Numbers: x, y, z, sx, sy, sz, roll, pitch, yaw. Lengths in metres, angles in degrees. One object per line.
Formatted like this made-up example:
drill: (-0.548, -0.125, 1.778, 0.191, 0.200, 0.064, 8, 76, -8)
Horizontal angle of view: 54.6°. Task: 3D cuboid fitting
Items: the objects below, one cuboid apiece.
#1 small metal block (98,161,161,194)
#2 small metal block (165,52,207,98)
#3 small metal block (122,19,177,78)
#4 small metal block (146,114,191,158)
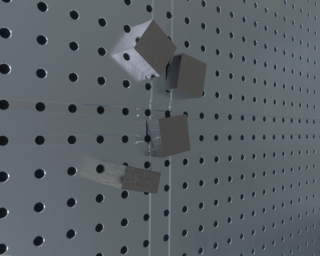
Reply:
small metal block: (-0.036, 0.058, 0.362, 0.050, 0.050, 0.025, 18, 79, -39)
small metal block: (0.037, -0.073, 0.439, 0.050, 0.025, 0.050, 14, 81, -39)
small metal block: (-0.012, -0.100, 0.398, 0.050, 0.025, 0.050, 43, 64, -32)
small metal block: (0.012, 0.010, 0.418, 0.050, 0.025, 0.050, -11, 97, -39)
